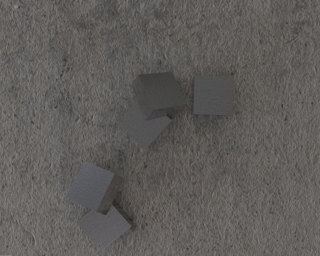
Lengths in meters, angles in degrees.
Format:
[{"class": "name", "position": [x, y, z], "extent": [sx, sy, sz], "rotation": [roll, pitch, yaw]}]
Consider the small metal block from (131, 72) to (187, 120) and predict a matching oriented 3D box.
[{"class": "small metal block", "position": [-0.001, -0.042, 0.392], "extent": [0.050, 0.025, 0.050], "rotation": [-11, 69, -31]}]

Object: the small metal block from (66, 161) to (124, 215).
[{"class": "small metal block", "position": [-0.082, 0.076, 0.393], "extent": [0.050, 0.025, 0.050], "rotation": [17, 74, 27]}]

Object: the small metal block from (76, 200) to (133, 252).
[{"class": "small metal block", "position": [-0.072, 0.124, 0.409], "extent": [0.050, 0.025, 0.050], "rotation": [-41, 90, 0]}]

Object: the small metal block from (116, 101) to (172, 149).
[{"class": "small metal block", "position": [-0.020, -0.008, 0.410], "extent": [0.050, 0.025, 0.050], "rotation": [42, 90, 0]}]

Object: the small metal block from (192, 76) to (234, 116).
[{"class": "small metal block", "position": [0.069, -0.042, 0.410], "extent": [0.050, 0.025, 0.050], "rotation": [2, 90, 0]}]
